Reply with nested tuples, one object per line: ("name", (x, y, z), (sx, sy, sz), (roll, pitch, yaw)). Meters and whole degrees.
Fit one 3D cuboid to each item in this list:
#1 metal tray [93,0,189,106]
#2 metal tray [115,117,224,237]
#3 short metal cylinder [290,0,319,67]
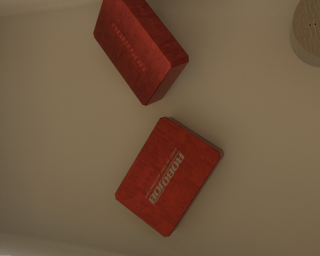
("metal tray", (-0.029, -0.104, 0.391), (0.130, 0.030, 0.090), (55, 144, 11))
("metal tray", (0.011, 0.062, 0.403), (0.090, 0.030, 0.129), (34, 101, 16))
("short metal cylinder", (0.184, -0.109, 0.333), (0.080, 0.050, 0.079), (0, 90, 19))
